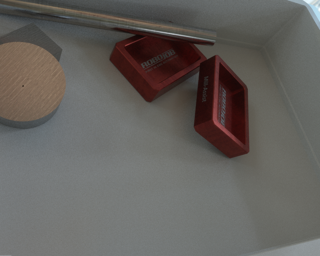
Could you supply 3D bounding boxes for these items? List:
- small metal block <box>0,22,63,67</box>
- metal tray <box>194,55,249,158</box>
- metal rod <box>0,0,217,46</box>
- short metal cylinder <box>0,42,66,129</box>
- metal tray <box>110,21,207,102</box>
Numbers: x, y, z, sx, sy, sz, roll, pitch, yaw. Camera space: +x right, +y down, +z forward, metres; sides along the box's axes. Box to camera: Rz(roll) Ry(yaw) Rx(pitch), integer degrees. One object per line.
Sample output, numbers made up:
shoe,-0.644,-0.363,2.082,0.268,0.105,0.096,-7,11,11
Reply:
small metal block,-0.158,-0.095,0.379,0.050,0.025,0.050,42,51,0
metal tray,0.093,-0.032,0.454,0.090,0.030,0.130,37,47,-33
metal rod,-0.065,-0.148,0.430,0.302,0.025,0.025,4,59,-15
short metal cylinder,-0.143,-0.042,0.323,0.081,0.050,0.080,4,80,-23
metal tray,0.001,-0.104,0.468,0.090,0.030,0.131,49,51,6
